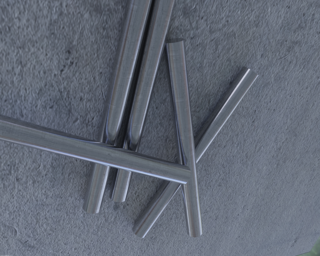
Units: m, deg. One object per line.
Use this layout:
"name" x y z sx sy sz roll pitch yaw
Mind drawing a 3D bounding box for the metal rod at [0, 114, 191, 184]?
"metal rod" -0.094 0.021 0.343 0.302 0.025 0.025 18 109 -27

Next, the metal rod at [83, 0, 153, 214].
"metal rod" -0.053 -0.022 0.365 0.025 0.025 0.298 2 117 -30

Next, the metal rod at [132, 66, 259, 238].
"metal rod" 0.046 0.043 0.460 0.025 0.025 0.299 24 105 -37

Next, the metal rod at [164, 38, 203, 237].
"metal rod" 0.035 0.031 0.422 0.025 0.025 0.298 -18 118 -18

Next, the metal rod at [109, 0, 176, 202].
"metal rod" -0.023 -0.035 0.373 0.025 0.025 0.298 1 118 -29
